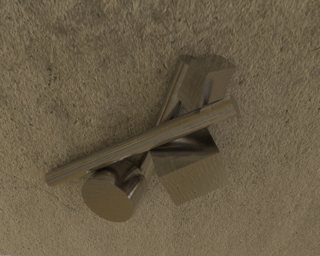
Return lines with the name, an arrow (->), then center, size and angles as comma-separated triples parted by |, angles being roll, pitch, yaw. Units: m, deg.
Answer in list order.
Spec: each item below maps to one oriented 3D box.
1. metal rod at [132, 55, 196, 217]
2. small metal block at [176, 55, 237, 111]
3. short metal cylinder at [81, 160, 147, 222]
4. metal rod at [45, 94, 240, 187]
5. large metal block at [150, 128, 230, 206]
metal rod -> -0.010, 0.034, 0.436 | 0.025, 0.025, 0.298 | 13, 129, -11
small metal block -> 0.052, -0.051, 0.349 | 0.050, 0.025, 0.050 | -18, 143, -40
short metal cylinder -> -0.066, 0.090, 0.452 | 0.080, 0.050, 0.079 | 11, 125, 17
metal rod -> -0.041, 0.026, 0.408 | 0.300, 0.025, 0.025 | -23, 127, 26
large metal block -> 0.041, 0.052, 0.418 | 0.080, 0.050, 0.080 | -23, 137, 3
